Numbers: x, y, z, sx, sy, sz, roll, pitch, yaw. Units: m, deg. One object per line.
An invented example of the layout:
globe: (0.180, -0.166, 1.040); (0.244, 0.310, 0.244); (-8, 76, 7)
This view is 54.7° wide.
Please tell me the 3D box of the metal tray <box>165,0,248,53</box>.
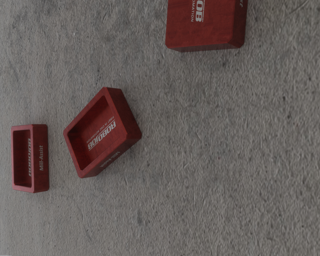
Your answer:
metal tray: (0.054, -0.157, 0.357); (0.090, 0.030, 0.129); (7, 94, 39)

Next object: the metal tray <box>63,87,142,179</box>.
metal tray: (-0.094, 0.009, 0.478); (0.129, 0.030, 0.090); (-40, 66, 33)

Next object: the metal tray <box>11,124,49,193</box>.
metal tray: (-0.260, 0.059, 0.616); (0.090, 0.030, 0.129); (-3, 88, 40)
